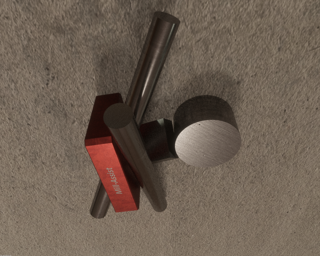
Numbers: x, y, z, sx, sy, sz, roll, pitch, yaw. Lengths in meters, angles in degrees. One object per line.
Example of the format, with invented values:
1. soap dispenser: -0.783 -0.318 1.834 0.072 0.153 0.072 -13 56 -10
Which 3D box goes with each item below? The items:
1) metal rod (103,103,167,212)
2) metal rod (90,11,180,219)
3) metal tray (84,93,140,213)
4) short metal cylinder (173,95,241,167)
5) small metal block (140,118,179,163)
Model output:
1. metal rod: -0.018 0.059 0.388 0.025 0.025 0.299 -6 152 4
2. metal rod: -0.042 0.011 0.367 0.025 0.025 0.298 14 126 -13
3. metal tray: -0.053 0.033 0.391 0.030 0.090 0.129 -8 130 6
4. short metal cylinder: 0.058 0.005 0.396 0.081 0.050 0.079 -1 130 -1
5. small metal block: -0.008 0.019 0.399 0.050 0.050 0.025 -15 166 24
